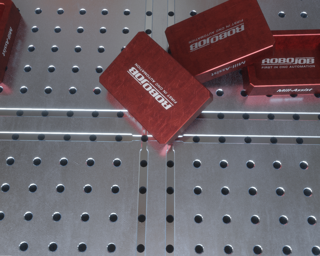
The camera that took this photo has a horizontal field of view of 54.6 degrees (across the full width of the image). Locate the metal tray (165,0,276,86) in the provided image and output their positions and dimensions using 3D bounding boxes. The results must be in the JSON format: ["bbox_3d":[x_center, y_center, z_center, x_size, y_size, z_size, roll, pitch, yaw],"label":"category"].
[{"bbox_3d":[0.081,-0.121,0.431,0.130,0.030,0.090,-20,70,14],"label":"metal tray"}]

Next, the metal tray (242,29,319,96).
[{"bbox_3d":[0.185,-0.095,0.444,0.131,0.030,0.090,-2,70,-1],"label":"metal tray"}]

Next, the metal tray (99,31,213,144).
[{"bbox_3d":[-0.007,-0.053,0.411,0.130,0.030,0.090,45,99,14],"label":"metal tray"}]

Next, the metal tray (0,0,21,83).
[{"bbox_3d":[-0.268,-0.130,0.455,0.090,0.030,0.130,4,70,1],"label":"metal tray"}]
